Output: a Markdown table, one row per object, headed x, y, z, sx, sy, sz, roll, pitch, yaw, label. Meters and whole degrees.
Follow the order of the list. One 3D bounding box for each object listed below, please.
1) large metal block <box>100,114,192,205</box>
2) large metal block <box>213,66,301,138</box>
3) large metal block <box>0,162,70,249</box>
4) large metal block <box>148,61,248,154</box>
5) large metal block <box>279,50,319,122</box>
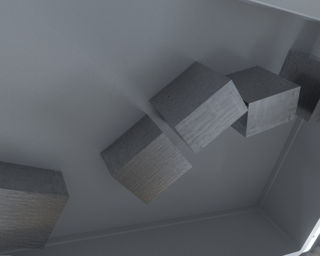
| x | y | z | sx | sy | sz | roll | pitch | yaw | label |
| --- | --- | --- | --- | --- | --- | --- | --- | --- | --- |
| -0.017 | 0.043 | 0.411 | 0.080 | 0.050 | 0.080 | -41 | 130 | -1 | large metal block |
| 0.125 | -0.039 | 0.420 | 0.081 | 0.080 | 0.050 | -18 | 126 | -18 | large metal block |
| -0.164 | 0.091 | 0.360 | 0.081 | 0.050 | 0.080 | 18 | 109 | -36 | large metal block |
| 0.044 | -0.028 | 0.379 | 0.080 | 0.080 | 0.050 | -40 | 125 | -1 | large metal block |
| 0.222 | -0.062 | 0.459 | 0.050 | 0.080 | 0.079 | 1 | 118 | -29 | large metal block |
